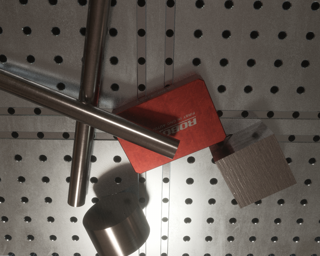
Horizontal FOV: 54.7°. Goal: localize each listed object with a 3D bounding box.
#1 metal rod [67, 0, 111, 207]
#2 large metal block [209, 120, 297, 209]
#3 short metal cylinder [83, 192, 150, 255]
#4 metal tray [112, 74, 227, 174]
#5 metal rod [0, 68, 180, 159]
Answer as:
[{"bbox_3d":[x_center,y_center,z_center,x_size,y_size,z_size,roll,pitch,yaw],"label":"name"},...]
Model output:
[{"bbox_3d":[-0.093,-0.029,0.401,0.025,0.025,0.298,10,110,-4],"label":"metal rod"},{"bbox_3d":[0.124,0.049,0.420,0.080,0.050,0.080,-28,108,9],"label":"large metal block"},{"bbox_3d":[-0.060,0.134,0.433,0.080,0.080,0.050,-17,109,6],"label":"short metal cylinder"},{"bbox_3d":[0.010,-0.004,0.410,0.130,0.030,0.090,-23,109,7],"label":"metal tray"},{"bbox_3d":[-0.120,-0.030,0.377,0.301,0.025,0.025,22,109,1],"label":"metal rod"}]
